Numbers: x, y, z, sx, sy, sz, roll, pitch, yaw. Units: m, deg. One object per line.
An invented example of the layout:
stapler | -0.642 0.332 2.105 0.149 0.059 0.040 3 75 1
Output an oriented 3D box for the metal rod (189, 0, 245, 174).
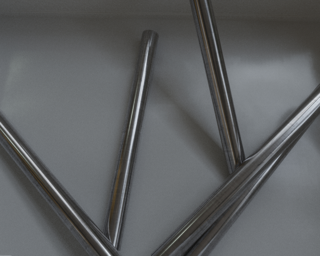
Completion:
metal rod | 0.064 -0.089 0.377 0.025 0.025 0.298 -15 96 -6

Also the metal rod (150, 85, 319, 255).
metal rod | 0.108 0.049 0.368 0.301 0.025 0.025 -42 76 -11

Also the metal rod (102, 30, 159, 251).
metal rod | -0.036 0.001 0.408 0.025 0.025 0.299 8 70 2

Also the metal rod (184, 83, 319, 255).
metal rod | 0.132 0.051 0.392 0.025 0.025 0.301 40 74 13

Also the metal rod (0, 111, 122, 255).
metal rod | -0.153 0.048 0.376 0.025 0.025 0.300 -42 71 -14
